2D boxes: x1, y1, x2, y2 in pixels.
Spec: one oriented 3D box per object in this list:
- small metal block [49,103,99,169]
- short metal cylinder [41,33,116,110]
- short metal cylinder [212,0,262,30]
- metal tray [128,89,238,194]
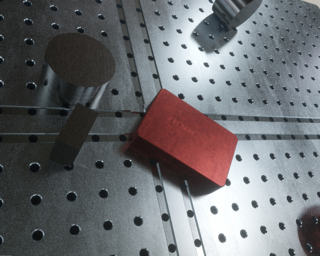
[{"bbox_3d":[-0.094,0.009,0.336,0.025,0.050,0.050,27,52,-11],"label":"small metal block"},{"bbox_3d":[-0.101,-0.069,0.379,0.081,0.050,0.080,14,56,-21],"label":"short metal cylinder"},{"bbox_3d":[0.148,-0.237,0.597,0.081,0.080,0.050,-29,78,-37],"label":"short metal cylinder"},{"bbox_3d":[0.035,0.016,0.414,0.130,0.030,0.090,33,51,-7],"label":"metal tray"}]
